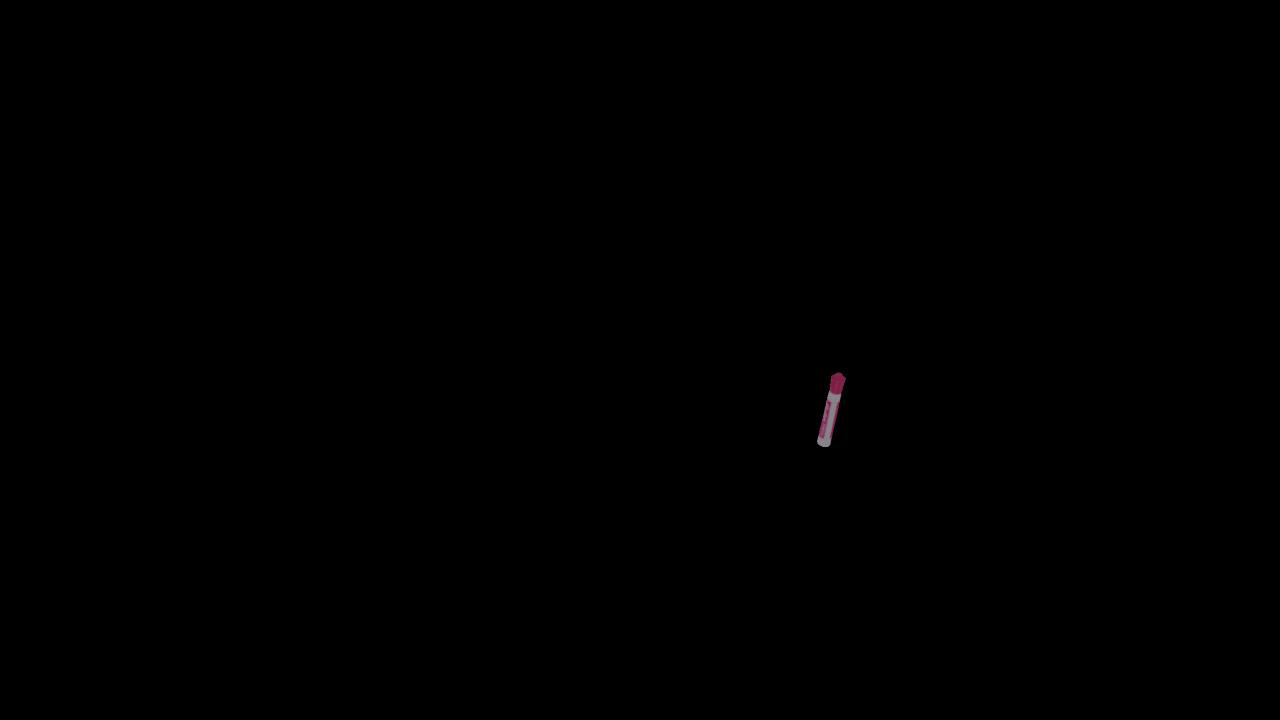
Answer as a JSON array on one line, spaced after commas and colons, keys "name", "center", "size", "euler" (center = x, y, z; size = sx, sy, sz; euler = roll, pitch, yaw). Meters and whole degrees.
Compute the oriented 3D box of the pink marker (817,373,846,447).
[{"name": "pink marker", "center": [0.266, 0.070, 0.856], "size": [0.020, 0.121, 0.020], "euler": [1, 33, 0]}]
